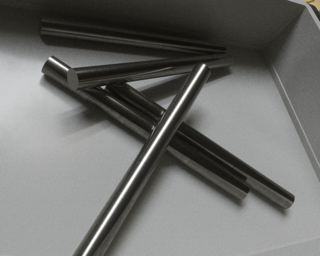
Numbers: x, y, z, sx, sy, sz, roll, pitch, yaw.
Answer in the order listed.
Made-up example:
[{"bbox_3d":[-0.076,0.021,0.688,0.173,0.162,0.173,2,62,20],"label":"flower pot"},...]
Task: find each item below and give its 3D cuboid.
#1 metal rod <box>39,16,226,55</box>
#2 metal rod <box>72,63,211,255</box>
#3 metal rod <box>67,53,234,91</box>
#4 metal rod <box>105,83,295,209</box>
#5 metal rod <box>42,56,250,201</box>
[{"bbox_3d":[-0.023,-0.135,0.476,0.303,0.025,0.025,-1,62,-29],"label":"metal rod"},{"bbox_3d":[-0.009,0.028,0.358,0.025,0.025,0.301,36,59,-5],"label":"metal rod"},{"bbox_3d":[0.011,-0.087,0.446,0.302,0.025,0.025,-17,71,-41],"label":"metal rod"},{"bbox_3d":[0.058,0.023,0.424,0.301,0.025,0.025,33,51,-7],"label":"metal rod"},{"bbox_3d":[-0.013,0.004,0.397,0.301,0.025,0.025,33,51,-7],"label":"metal rod"}]
